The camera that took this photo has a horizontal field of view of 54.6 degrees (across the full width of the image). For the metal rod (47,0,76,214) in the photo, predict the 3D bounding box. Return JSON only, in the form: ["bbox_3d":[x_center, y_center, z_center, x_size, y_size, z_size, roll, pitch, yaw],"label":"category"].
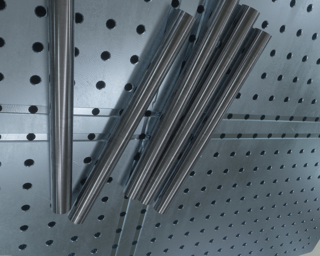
[{"bbox_3d":[-0.106,-0.027,0.335,0.025,0.025,0.298,-5,121,-26],"label":"metal rod"}]

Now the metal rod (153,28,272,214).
[{"bbox_3d":[0.068,0.001,0.447,0.025,0.025,0.298,17,110,-35],"label":"metal rod"}]

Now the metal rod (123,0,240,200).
[{"bbox_3d":[0.022,-0.033,0.402,0.025,0.025,0.298,14,111,-34],"label":"metal rod"}]

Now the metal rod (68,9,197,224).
[{"bbox_3d":[-0.042,-0.003,0.385,0.025,0.025,0.299,19,108,-36],"label":"metal rod"}]

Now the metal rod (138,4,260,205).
[{"bbox_3d":[0.044,-0.020,0.422,0.025,0.025,0.298,17,110,-35],"label":"metal rod"}]
